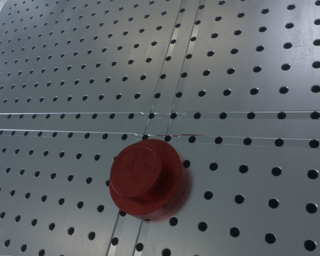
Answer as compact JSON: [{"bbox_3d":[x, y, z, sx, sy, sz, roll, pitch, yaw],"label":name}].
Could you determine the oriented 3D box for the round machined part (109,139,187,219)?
[{"bbox_3d":[-0.020,0.056,0.374,0.098,0.042,0.098,-13,56,21],"label":"round machined part"}]
